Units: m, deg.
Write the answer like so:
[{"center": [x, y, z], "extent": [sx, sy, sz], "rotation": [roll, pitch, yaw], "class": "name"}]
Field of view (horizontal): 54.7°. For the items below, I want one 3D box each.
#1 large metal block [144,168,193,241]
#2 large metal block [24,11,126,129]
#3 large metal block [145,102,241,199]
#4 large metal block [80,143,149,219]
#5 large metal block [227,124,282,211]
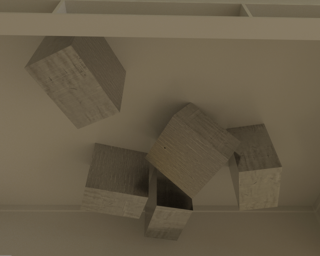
[{"center": [0.010, 0.110, 0.467], "extent": [0.050, 0.080, 0.079], "rotation": [10, 129, -9], "class": "large metal block"}, {"center": [-0.080, -0.060, 0.321], "extent": [0.050, 0.080, 0.080], "rotation": [-21, 127, 16], "class": "large metal block"}, {"center": [0.040, 0.028, 0.394], "extent": [0.080, 0.050, 0.079], "rotation": [40, 126, 9], "class": "large metal block"}, {"center": [-0.061, 0.073, 0.435], "extent": [0.081, 0.080, 0.050], "rotation": [12, 129, -11], "class": "large metal block"}, {"center": [0.125, 0.053, 0.420], "extent": [0.050, 0.080, 0.080], "rotation": [-8, 130, 6], "class": "large metal block"}]
